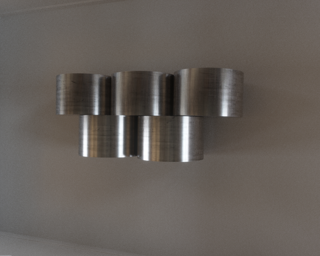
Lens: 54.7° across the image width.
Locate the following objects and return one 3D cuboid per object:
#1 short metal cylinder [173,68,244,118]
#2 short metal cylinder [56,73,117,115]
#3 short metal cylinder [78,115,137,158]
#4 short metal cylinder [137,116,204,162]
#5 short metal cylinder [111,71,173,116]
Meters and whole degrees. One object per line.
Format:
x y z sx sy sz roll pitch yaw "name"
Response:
0.055 -0.038 0.360 0.080 0.080 0.050 2 91 20 "short metal cylinder"
-0.097 -0.042 0.414 0.080 0.080 0.050 1 91 20 "short metal cylinder"
-0.064 0.009 0.402 0.080 0.080 0.050 1 91 20 "short metal cylinder"
0.013 0.011 0.375 0.080 0.080 0.050 1 91 20 "short metal cylinder"
-0.021 -0.040 0.387 0.080 0.080 0.050 1 91 20 "short metal cylinder"
